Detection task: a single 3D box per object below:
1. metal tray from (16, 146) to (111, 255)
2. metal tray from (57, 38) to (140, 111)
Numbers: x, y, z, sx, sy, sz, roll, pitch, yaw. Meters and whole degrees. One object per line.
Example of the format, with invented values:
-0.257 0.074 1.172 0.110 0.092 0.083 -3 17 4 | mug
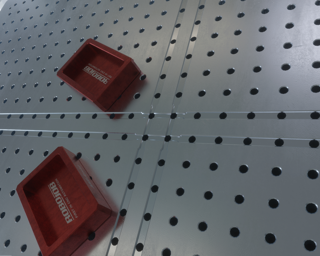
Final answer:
-0.133 0.096 0.417 0.090 0.030 0.130 -44 51 -3 | metal tray
-0.106 -0.093 0.518 0.130 0.030 0.090 33 80 38 | metal tray
